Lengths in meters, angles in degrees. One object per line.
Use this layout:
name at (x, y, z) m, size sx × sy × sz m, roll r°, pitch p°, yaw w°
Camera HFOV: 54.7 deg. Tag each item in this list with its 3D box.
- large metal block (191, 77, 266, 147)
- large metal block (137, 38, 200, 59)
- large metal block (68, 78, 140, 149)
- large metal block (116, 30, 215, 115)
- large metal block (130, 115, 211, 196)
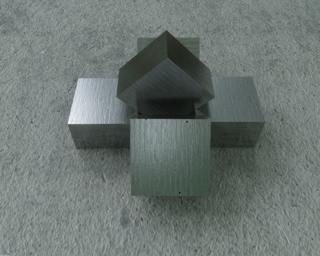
large metal block at (0.082, -0.022, 0.404) m, size 0.081 × 0.050 × 0.080 m, roll 0°, pitch 50°, yaw 0°
large metal block at (0.011, -0.095, 0.441) m, size 0.081 × 0.080 × 0.050 m, roll 0°, pitch 94°, yaw 0°
large metal block at (-0.067, -0.020, 0.404) m, size 0.081 × 0.050 × 0.080 m, roll 0°, pitch 50°, yaw -1°
large metal block at (0.006, -0.054, 0.372) m, size 0.080 × 0.080 × 0.050 m, roll -32°, pitch 41°, yaw 32°
large metal block at (0.011, 0.027, 0.338) m, size 0.081 × 0.079 × 0.050 m, roll 0°, pitch 7°, yaw 1°
